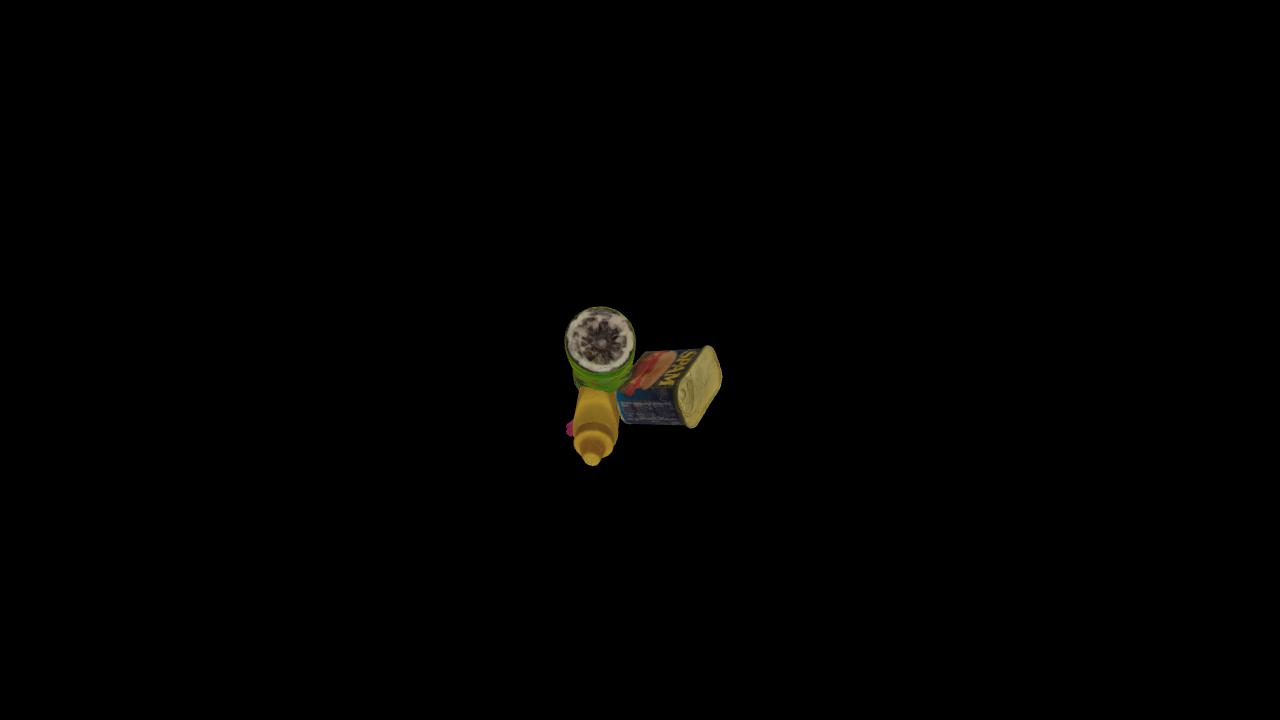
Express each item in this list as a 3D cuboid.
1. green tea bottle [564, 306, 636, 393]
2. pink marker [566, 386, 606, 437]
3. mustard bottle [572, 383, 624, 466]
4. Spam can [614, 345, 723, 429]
[{"bbox_3d":[-0.042,0.005,0.678,0.073,0.073,0.212,0,-13,-2],"label":"green tea bottle"},{"bbox_3d":[-0.042,0.048,0.721,0.020,0.020,0.121,0,35,49],"label":"pink marker"},{"bbox_3d":[-0.045,0.050,0.697,0.054,0.092,0.184,5,35,-1],"label":"mustard bottle"},{"bbox_3d":[0.032,0.029,0.687,0.085,0.058,0.101,-3,30,34],"label":"Spam can"}]
